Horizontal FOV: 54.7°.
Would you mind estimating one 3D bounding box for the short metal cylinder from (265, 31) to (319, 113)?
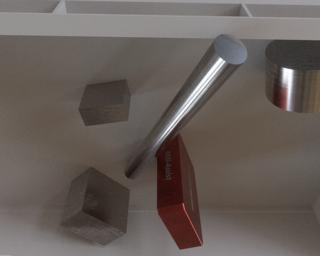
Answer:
[{"bbox_3d":[0.153,-0.060,0.324,0.080,0.080,0.050,-10,130,7],"label":"short metal cylinder"}]

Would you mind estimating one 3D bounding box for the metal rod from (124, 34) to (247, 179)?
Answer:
[{"bbox_3d":[0.003,0.006,0.337,0.025,0.025,0.299,14,153,-12],"label":"metal rod"}]

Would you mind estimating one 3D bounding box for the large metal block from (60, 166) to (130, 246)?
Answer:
[{"bbox_3d":[-0.095,0.120,0.474,0.050,0.080,0.080,-37,122,26],"label":"large metal block"}]

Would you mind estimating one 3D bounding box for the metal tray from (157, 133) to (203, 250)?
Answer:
[{"bbox_3d":[0.025,0.077,0.406,0.030,0.130,0.090,-15,129,12],"label":"metal tray"}]

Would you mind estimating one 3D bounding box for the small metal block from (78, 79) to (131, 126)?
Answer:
[{"bbox_3d":[-0.063,-0.031,0.366,0.050,0.050,0.025,-7,130,5],"label":"small metal block"}]
